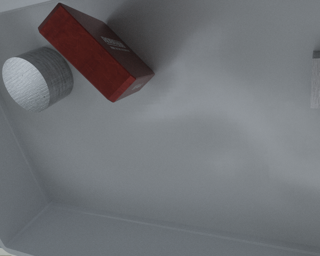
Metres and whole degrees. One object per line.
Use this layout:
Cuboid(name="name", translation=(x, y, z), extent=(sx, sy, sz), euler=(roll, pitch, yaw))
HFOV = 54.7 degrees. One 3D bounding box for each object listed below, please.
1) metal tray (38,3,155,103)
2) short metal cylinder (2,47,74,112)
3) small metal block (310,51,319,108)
Cuboid(name="metal tray", translation=(-0.055, -0.075, 0.321), extent=(0.090, 0.130, 0.030), euler=(45, 103, -4))
Cuboid(name="short metal cylinder", translation=(-0.172, -0.069, 0.438), extent=(0.080, 0.050, 0.079), euler=(13, 124, 20))
Cuboid(name="small metal block", translation=(0.170, -0.046, 0.291), extent=(0.050, 0.025, 0.050), euler=(3, 120, 26))
